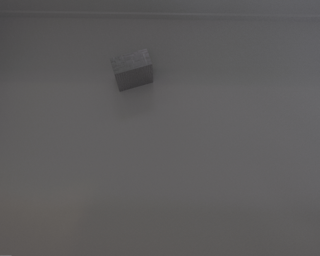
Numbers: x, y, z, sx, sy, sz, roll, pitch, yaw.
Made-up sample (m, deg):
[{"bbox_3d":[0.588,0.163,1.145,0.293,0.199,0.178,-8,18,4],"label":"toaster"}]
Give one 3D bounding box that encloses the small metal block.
[{"bbox_3d":[-0.038,-0.078,0.425,0.050,0.050,0.025,-17,71,-6],"label":"small metal block"}]
